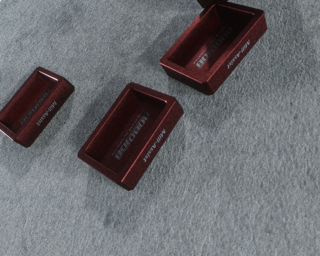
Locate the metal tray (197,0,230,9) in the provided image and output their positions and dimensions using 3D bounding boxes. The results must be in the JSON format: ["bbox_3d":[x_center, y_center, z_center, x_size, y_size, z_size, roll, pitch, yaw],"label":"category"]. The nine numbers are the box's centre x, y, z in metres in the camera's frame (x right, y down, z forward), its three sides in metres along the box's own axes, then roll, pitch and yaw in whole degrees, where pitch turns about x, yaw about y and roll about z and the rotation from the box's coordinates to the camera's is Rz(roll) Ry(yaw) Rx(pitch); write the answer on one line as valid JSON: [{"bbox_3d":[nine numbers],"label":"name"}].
[{"bbox_3d":[0.111,-0.216,0.434,0.130,0.090,0.030,-13,89,20],"label":"metal tray"}]

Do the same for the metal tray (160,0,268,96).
[{"bbox_3d":[0.073,-0.116,0.432,0.090,0.030,0.130,34,80,38],"label":"metal tray"}]

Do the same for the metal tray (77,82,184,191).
[{"bbox_3d":[-0.040,0.007,0.415,0.090,0.030,0.130,24,75,36],"label":"metal tray"}]

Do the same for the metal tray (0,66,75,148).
[{"bbox_3d":[-0.219,-0.039,0.536,0.090,0.030,0.130,25,75,36],"label":"metal tray"}]
